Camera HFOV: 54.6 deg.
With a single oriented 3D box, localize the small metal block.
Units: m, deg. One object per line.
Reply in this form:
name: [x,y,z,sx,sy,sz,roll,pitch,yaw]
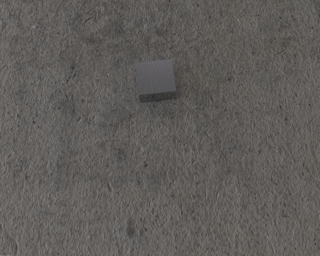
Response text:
small metal block: [-0.006,-0.066,0.432,0.050,0.025,0.050,-6,70,-3]
